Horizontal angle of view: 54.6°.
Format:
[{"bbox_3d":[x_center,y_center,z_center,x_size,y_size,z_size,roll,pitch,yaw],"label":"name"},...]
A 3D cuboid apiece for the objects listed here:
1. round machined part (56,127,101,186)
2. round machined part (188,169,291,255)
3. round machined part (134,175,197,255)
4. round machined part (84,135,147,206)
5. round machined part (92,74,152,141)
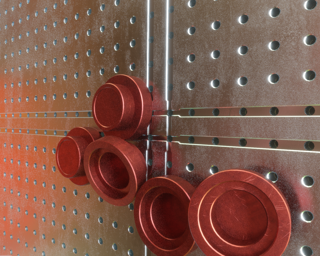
[{"bbox_3d":[-0.135,0.047,0.512,0.098,0.042,0.097,0,90,40],"label":"round machined part"},{"bbox_3d":[0.082,0.091,0.320,0.098,0.042,0.098,-1,86,23],"label":"round machined part"},{"bbox_3d":[0.017,0.107,0.385,0.098,0.042,0.097,0,90,40],"label":"round machined part"},{"bbox_3d":[-0.058,0.056,0.435,0.098,0.042,0.097,14,116,32],"label":"round machined part"},{"bbox_3d":[-0.061,-0.029,0.450,0.098,0.042,0.097,0,90,40],"label":"round machined part"}]
